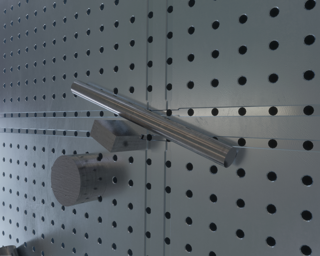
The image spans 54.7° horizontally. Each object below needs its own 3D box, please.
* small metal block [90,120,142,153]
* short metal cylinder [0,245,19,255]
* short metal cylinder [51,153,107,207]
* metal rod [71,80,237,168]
[{"bbox_3d":[-0.063,0.011,0.445,0.050,0.050,0.025,33,111,35],"label":"small metal block"},{"bbox_3d":[-0.338,0.292,0.652,0.080,0.081,0.050,-48,62,29],"label":"short metal cylinder"},{"bbox_3d":[-0.132,0.082,0.502,0.080,0.050,0.079,0,90,40],"label":"short metal cylinder"},{"bbox_3d":[-0.031,-0.018,0.434,0.300,0.025,0.025,25,106,37],"label":"metal rod"}]
